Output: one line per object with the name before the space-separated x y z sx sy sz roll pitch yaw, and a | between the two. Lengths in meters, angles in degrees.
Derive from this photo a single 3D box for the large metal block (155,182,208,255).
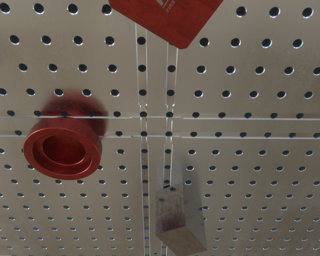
large metal block | 0.034 0.149 0.503 0.050 0.080 0.080 -23 127 18

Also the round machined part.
round machined part | -0.127 0.023 0.419 0.099 0.042 0.097 0 130 0

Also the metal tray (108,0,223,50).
metal tray | 0.023 -0.148 0.282 0.090 0.030 0.129 26 125 -21
